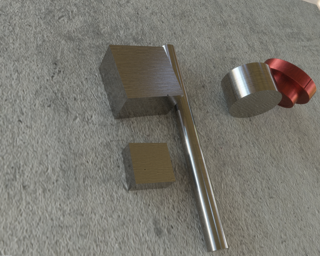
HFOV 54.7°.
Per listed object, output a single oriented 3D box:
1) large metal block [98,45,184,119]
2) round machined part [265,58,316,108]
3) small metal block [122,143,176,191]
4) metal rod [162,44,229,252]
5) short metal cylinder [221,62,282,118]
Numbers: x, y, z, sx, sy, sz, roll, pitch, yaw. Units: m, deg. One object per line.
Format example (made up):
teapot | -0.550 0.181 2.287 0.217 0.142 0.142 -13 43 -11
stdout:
large metal block | -0.027 -0.062 0.412 0.081 0.050 0.080 -7 65 -32
round machined part | 0.208 -0.070 0.527 0.098 0.098 0.042 38 87 -3
small metal block | -0.014 0.046 0.370 0.050 0.025 0.050 2 61 -28
metal rod | 0.039 0.009 0.421 0.025 0.025 0.299 3 61 -27
short metal cylinder | 0.141 -0.057 0.482 0.081 0.080 0.050 3 61 -27
